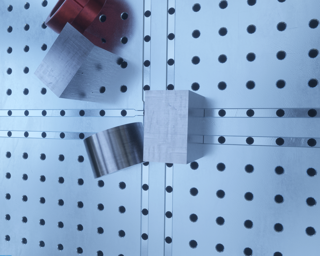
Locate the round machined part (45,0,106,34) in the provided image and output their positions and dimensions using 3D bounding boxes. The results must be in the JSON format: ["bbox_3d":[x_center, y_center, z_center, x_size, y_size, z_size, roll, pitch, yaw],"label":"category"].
[{"bbox_3d":[-0.111,-0.168,0.424,0.098,0.042,0.098,-34,37,30],"label":"round machined part"}]

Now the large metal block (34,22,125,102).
[{"bbox_3d":[-0.106,-0.085,0.421,0.050,0.080,0.080,42,103,14],"label":"large metal block"}]

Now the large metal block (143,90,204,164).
[{"bbox_3d":[0.020,-0.002,0.376,0.050,0.080,0.080,2,91,20],"label":"large metal block"}]

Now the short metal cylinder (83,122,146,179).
[{"bbox_3d":[-0.053,0.029,0.402,0.080,0.080,0.050,-21,83,19],"label":"short metal cylinder"}]
